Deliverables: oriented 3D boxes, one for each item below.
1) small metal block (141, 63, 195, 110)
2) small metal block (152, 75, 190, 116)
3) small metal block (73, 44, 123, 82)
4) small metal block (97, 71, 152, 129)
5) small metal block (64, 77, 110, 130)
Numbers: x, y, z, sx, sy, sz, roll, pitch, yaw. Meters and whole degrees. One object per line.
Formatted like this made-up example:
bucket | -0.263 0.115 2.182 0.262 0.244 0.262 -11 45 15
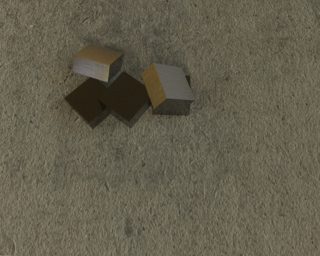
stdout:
small metal block | 0.011 -0.051 0.388 0.050 0.025 0.050 -1 64 -44
small metal block | 0.015 -0.045 0.426 0.050 0.025 0.050 2 70 0
small metal block | -0.085 -0.091 0.429 0.050 0.025 0.050 18 34 6
small metal block | -0.042 -0.036 0.394 0.050 0.025 0.050 36 74 12
small metal block | -0.091 -0.035 0.421 0.050 0.025 0.050 -43 76 -14
